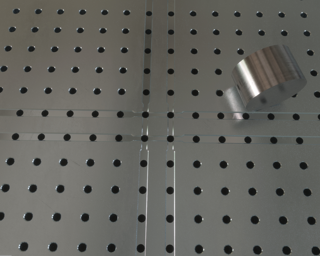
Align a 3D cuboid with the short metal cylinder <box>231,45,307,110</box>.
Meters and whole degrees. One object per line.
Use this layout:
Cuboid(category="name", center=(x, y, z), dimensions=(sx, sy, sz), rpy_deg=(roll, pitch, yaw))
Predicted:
Cuboid(category="short metal cylinder", center=(0.141, -0.064, 0.407), dimensions=(0.080, 0.080, 0.050), rpy_deg=(-17, 71, -6))
